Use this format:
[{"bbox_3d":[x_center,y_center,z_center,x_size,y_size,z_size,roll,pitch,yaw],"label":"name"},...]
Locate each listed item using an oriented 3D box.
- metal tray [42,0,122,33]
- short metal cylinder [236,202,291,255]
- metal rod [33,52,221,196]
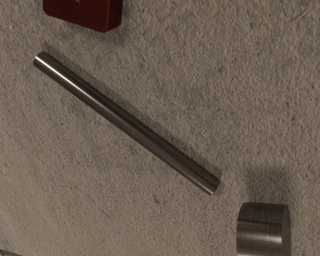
[{"bbox_3d":[-0.084,-0.180,0.335,0.090,0.030,0.129,21,126,15],"label":"metal tray"},{"bbox_3d":[0.131,0.135,0.385,0.050,0.080,0.080,-3,117,29],"label":"short metal cylinder"},{"bbox_3d":[-0.047,-0.008,0.425,0.301,0.025,0.025,36,129,3],"label":"metal rod"}]
